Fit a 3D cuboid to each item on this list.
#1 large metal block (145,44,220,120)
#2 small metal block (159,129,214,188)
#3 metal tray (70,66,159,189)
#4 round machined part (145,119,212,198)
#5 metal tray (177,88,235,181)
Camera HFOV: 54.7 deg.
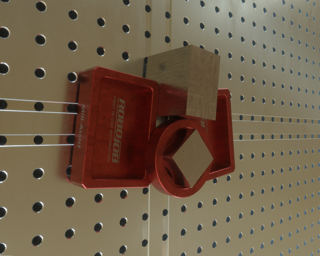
[{"bbox_3d":[0.025,-0.052,0.390,0.050,0.080,0.080,8,85,-40],"label":"large metal block"},{"bbox_3d":[0.033,0.036,0.377,0.050,0.025,0.050,-47,118,-30],"label":"small metal block"},{"bbox_3d":[-0.049,0.003,0.359,0.091,0.030,0.129,8,85,-40],"label":"metal tray"},{"bbox_3d":[0.019,0.037,0.397,0.099,0.042,0.097,0,90,-40],"label":"round machined part"},{"bbox_3d":[0.068,0.009,0.458,0.091,0.030,0.129,-9,96,-40],"label":"metal tray"}]
